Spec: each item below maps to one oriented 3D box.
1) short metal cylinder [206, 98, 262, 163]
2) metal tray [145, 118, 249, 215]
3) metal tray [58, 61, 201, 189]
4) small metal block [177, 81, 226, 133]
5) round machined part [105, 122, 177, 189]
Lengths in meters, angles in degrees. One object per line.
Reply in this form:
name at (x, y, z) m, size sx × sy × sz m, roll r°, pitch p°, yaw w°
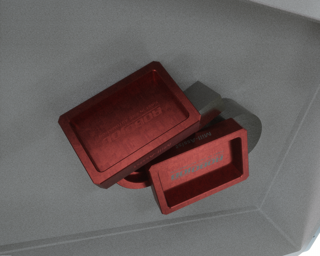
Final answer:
short metal cylinder at (0.098, 0.004, 0.448) m, size 0.081 × 0.050 × 0.079 m, roll -14°, pitch 125°, yaw -21°
metal tray at (0.050, 0.050, 0.402) m, size 0.131 × 0.030 × 0.089 m, roll -21°, pitch 126°, yaw -11°
metal tray at (-0.032, -0.005, 0.342) m, size 0.131 × 0.090 × 0.030 m, roll -32°, pitch 161°, yaw -8°
small metal block at (0.048, -0.029, 0.400) m, size 0.050 × 0.050 × 0.025 m, roll -38°, pitch 130°, yaw -5°
round machined part at (-0.025, 0.028, 0.402) m, size 0.099 × 0.042 × 0.097 m, roll -14°, pitch 125°, yaw -21°
